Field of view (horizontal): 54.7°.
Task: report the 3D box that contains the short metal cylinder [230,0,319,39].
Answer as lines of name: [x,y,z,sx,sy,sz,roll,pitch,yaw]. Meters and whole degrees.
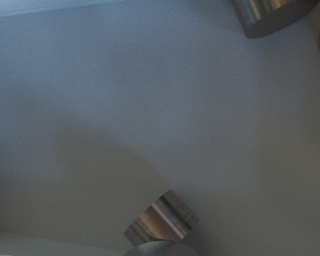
short metal cylinder: [0.122,-0.141,0.338,0.080,0.080,0.050,-23,83,18]

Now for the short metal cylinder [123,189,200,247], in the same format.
short metal cylinder: [0.002,0.121,0.380,0.050,0.080,0.080,46,104,14]

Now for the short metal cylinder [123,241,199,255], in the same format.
short metal cylinder: [0.001,0.154,0.299,0.080,0.080,0.050,1,102,19]
